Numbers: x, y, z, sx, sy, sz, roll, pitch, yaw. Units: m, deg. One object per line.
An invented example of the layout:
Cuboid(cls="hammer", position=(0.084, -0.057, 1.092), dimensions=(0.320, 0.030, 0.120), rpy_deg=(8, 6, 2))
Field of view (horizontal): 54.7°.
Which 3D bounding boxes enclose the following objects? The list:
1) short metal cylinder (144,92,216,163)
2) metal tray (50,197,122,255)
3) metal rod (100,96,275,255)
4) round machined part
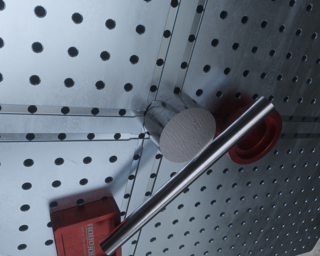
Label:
Cuboid(cls="short metal cylinder", position=(0.026, -0.001, 0.408), dimensions=(0.081, 0.050, 0.079), rpy_deg=(-14, 124, -21))
Cuboid(cls="metal tray", position=(-0.105, 0.170, 0.455), dimensions=(0.091, 0.030, 0.129), rpy_deg=(-11, 123, -23))
Cuboid(cls="metal rod", position=(0.035, 0.068, 0.425), dimensions=(0.300, 0.025, 0.025), rpy_deg=(-42, 130, 4))
Cuboid(cls="round machined part", position=(0.135, 0.004, 0.476), dimensions=(0.099, 0.042, 0.097), rpy_deg=(-14, 124, -21))
